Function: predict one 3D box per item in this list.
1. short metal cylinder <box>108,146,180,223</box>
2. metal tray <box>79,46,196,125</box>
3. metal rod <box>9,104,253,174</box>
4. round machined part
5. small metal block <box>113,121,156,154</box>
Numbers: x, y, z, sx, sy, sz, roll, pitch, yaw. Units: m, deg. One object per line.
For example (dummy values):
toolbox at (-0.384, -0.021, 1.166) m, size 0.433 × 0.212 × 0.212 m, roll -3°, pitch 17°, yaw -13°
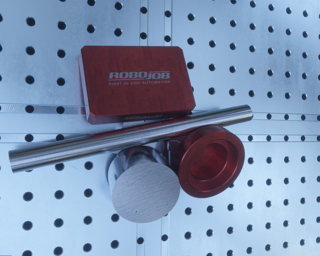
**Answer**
short metal cylinder at (-0.021, 0.068, 0.380) m, size 0.081 × 0.050 × 0.079 m, roll -5°, pitch 110°, yaw -13°
metal tray at (-0.028, -0.056, 0.385) m, size 0.131 × 0.030 × 0.090 m, roll -5°, pitch 73°, yaw -21°
metal rod at (-0.018, 0.008, 0.379) m, size 0.303 × 0.025 × 0.025 m, roll -12°, pitch 94°, yaw -20°
round machined part at (0.061, 0.041, 0.415) m, size 0.099 × 0.042 × 0.097 m, roll -10°, pitch 116°, yaw -20°
small metal block at (-0.033, 0.015, 0.410) m, size 0.050 × 0.025 × 0.050 m, roll 19°, pitch 84°, yaw -20°
